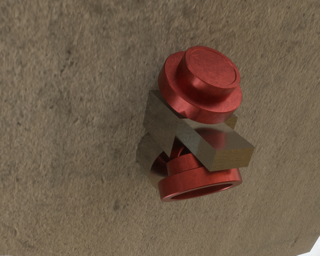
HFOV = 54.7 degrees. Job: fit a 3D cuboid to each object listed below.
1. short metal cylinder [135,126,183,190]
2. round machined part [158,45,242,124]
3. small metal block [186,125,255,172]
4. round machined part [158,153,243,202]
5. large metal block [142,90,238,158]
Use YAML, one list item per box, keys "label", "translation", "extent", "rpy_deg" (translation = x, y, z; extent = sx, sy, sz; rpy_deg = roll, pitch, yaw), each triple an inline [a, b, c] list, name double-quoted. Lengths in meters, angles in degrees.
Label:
- label: "short metal cylinder"
  translation: [0.013, 0.041, 0.427]
  extent: [0.081, 0.050, 0.079]
  rpy_deg: [-14, 125, -21]
- label: "round machined part"
  translation: [0.051, -0.055, 0.351]
  extent: [0.099, 0.098, 0.042]
  rpy_deg: [-2, 145, -28]
- label: "small metal block"
  translation: [0.064, 0.020, 0.337]
  extent: [0.050, 0.050, 0.025]
  rpy_deg: [-3, 119, -27]
- label: "round machined part"
  translation: [0.045, 0.057, 0.373]
  extent: [0.099, 0.042, 0.098]
  rpy_deg: [-11, 161, -4]
- label: "large metal block"
  translation: [0.034, -0.008, 0.387]
  extent: [0.081, 0.080, 0.050]
  rpy_deg: [-2, 120, -28]
